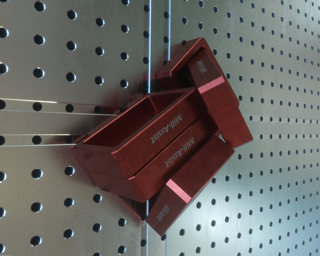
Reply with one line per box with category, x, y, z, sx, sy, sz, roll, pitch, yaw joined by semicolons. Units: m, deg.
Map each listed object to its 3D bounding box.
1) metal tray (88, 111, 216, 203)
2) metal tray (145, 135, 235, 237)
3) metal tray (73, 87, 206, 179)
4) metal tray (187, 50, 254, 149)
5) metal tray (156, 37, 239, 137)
metal tray;-0.008;0.025;0.360;0.131;0.090;0.030;-40;115;-33
metal tray;0.033;0.074;0.379;0.030;0.129;0.091;41;56;14
metal tray;-0.022;0.000;0.350;0.131;0.090;0.030;-40;115;-33
metal tray;0.073;-0.041;0.398;0.090;0.030;0.130;58;12;-24
metal tray;0.061;-0.054;0.458;0.090;0.030;0.130;-51;120;-28
